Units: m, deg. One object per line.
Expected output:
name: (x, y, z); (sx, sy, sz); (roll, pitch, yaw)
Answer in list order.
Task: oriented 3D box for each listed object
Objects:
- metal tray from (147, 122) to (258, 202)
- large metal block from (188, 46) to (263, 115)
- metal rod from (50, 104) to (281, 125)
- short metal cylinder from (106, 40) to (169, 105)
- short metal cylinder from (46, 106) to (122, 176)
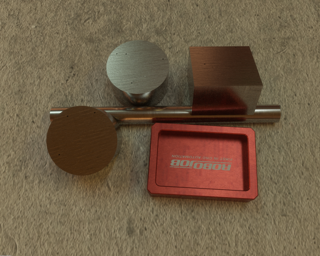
metal tray: (0.052, 0.043, 0.390); (0.131, 0.030, 0.090); (3, 70, 1)
large metal block: (0.080, -0.063, 0.406); (0.081, 0.050, 0.080); (-1, 49, -1)
metal rod: (0.008, -0.018, 0.417); (0.302, 0.025, 0.025); (-1, 70, -1)
short metal cylinder: (-0.029, -0.071, 0.422); (0.081, 0.050, 0.080); (0, 69, 0)
short metal cylinder: (-0.089, 0.014, 0.377); (0.081, 0.050, 0.079); (0, 91, -1)
